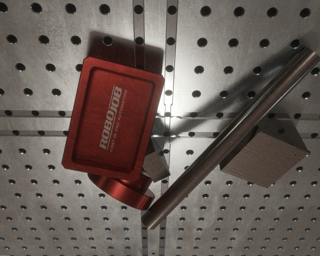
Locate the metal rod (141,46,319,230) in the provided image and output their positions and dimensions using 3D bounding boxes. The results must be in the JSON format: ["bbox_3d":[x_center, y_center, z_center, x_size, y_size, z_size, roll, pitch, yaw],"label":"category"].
[{"bbox_3d":[0.077,0.024,0.389,0.025,0.025,0.299,33,109,-25],"label":"metal rod"}]

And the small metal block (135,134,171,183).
[{"bbox_3d":[-0.012,0.038,0.425,0.025,0.050,0.050,-27,127,5],"label":"small metal block"}]

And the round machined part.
[{"bbox_3d":[-0.048,0.071,0.436,0.098,0.098,0.042,32,88,-25],"label":"round machined part"}]

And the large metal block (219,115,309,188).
[{"bbox_3d":[0.135,0.029,0.422,0.080,0.050,0.080,22,127,-18],"label":"large metal block"}]

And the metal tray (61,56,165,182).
[{"bbox_3d":[-0.054,-0.010,0.360,0.091,0.030,0.129,13,101,-10],"label":"metal tray"}]
